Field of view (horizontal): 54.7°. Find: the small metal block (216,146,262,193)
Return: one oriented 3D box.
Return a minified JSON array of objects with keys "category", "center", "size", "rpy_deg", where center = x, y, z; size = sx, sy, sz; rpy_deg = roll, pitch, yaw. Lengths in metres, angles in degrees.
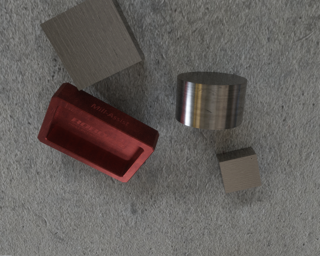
[{"category":"small metal block","center":[0.110,0.059,0.433],"size":[0.050,0.025,0.050],"rpy_deg":[-14,110,4]}]

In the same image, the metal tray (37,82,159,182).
[{"category":"metal tray","center":[-0.079,0.010,0.390],"size":[0.131,0.030,0.089],"rpy_deg":[29,133,-11]}]

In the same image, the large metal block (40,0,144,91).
[{"category":"large metal block","center":[-0.074,-0.101,0.358],"size":[0.080,0.050,0.080],"rpy_deg":[-24,109,8]}]

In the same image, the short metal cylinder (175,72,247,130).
[{"category":"short metal cylinder","center":[0.060,-0.035,0.368],"size":[0.081,0.080,0.050],"rpy_deg":[1,110,-1]}]
